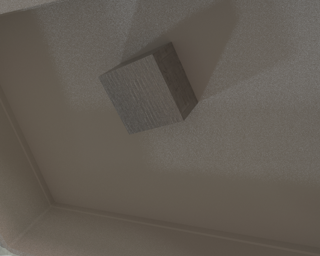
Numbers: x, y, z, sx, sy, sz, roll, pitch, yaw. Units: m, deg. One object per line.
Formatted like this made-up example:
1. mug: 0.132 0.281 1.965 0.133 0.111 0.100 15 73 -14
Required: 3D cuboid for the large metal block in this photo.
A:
1. large metal block: -0.012 -0.046 0.371 0.080 0.050 0.080 -14 111 34
